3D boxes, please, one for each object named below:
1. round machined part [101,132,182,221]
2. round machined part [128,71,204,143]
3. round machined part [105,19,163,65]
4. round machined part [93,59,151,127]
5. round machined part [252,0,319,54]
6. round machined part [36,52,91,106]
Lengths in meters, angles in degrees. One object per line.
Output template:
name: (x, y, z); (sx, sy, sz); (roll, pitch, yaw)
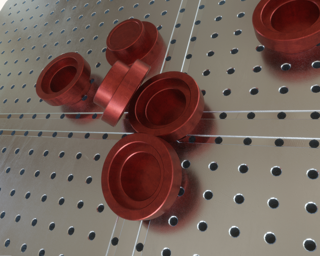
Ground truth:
round machined part: (-0.018, 0.057, 0.362); (0.098, 0.042, 0.098); (-9, 72, 30)
round machined part: (0.011, -0.023, 0.406); (0.098, 0.042, 0.098); (-13, 56, 21)
round machined part: (-0.049, -0.140, 0.510); (0.098, 0.042, 0.098); (-13, 56, 21)
round machined part: (-0.056, -0.053, 0.424); (0.042, 0.098, 0.098); (31, 75, -6)
round machined part: (0.170, -0.133, 0.390); (0.098, 0.042, 0.098); (-13, 56, 21)
round machined part: (-0.159, -0.078, 0.530); (0.098, 0.042, 0.098); (-13, 56, 21)
